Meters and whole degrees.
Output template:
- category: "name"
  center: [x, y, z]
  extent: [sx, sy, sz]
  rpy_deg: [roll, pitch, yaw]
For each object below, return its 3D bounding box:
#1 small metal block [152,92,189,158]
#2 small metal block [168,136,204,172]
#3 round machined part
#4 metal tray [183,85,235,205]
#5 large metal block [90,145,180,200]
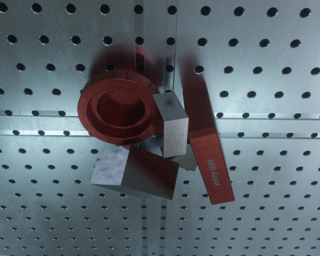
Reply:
- category: "small metal block"
  center: [0.010, -0.004, 0.338]
  extent: [0.025, 0.050, 0.050]
  rpy_deg: [-9, 130, -11]
- category: "small metal block"
  center: [0.032, 0.029, 0.431]
  extent: [0.050, 0.025, 0.050]
  rpy_deg: [16, 134, 0]
- category: "round machined part"
  center: [-0.046, -0.029, 0.375]
  extent: [0.099, 0.042, 0.097]
  rpy_deg: [-1, 130, 0]
- category: "metal tray"
  center: [0.062, 0.023, 0.389]
  extent: [0.030, 0.090, 0.129]
  rpy_deg: [-14, 129, 11]
- category: "large metal block"
  center: [-0.034, 0.062, 0.417]
  extent: [0.080, 0.050, 0.080]
  rpy_deg: [25, 159, -33]
